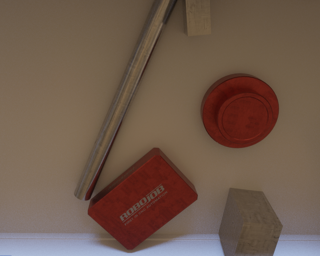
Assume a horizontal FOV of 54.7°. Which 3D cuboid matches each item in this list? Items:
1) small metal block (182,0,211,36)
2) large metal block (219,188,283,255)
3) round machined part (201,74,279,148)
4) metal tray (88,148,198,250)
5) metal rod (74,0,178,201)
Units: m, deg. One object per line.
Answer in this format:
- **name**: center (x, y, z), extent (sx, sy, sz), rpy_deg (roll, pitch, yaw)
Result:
- **small metal block**: center (0.040, -0.132, 0.350), extent (0.025, 0.050, 0.050), rpy_deg (-5, 110, 2)
- **large metal block**: center (0.123, 0.142, 0.436), extent (0.050, 0.080, 0.079), rpy_deg (7, 110, -3)
- **round machined part**: center (0.104, -0.018, 0.397), extent (0.099, 0.042, 0.097), rpy_deg (0, 110, -1)
- **metal tray**: center (-0.024, 0.102, 0.440), extent (0.130, 0.030, 0.090), rpy_deg (-40, 106, 7)
- **metal rod**: center (-0.049, -0.031, 0.399), extent (0.025, 0.025, 0.298), rpy_deg (23, 108, -9)
